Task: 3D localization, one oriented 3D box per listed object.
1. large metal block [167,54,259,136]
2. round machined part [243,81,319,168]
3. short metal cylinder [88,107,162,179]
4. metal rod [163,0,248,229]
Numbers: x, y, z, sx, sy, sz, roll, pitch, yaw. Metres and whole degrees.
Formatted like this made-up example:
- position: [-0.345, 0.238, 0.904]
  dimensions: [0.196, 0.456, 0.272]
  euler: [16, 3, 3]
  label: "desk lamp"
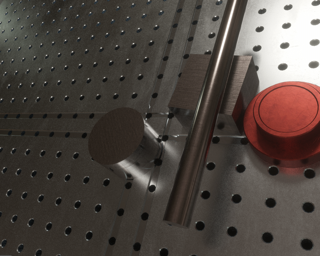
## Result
- position: [0.068, -0.043, 0.382]
  dimensions: [0.080, 0.050, 0.080]
  euler: [10, 67, 32]
  label: "large metal block"
- position: [0.138, -0.011, 0.331]
  dimensions: [0.098, 0.042, 0.098]
  euler: [-13, 56, 20]
  label: "round machined part"
- position: [-0.045, 0.020, 0.402]
  dimensions: [0.080, 0.050, 0.080]
  euler: [-13, 56, 20]
  label: "short metal cylinder"
- position: [0.059, -0.043, 0.338]
  dimensions: [0.025, 0.025, 0.300]
  euler: [5, 64, 30]
  label: "metal rod"
